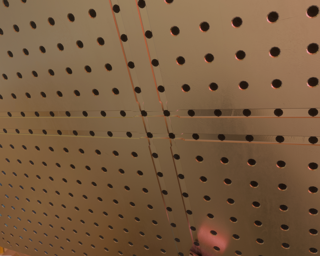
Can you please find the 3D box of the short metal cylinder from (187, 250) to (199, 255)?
[{"bbox_3d":[0.052,0.249,0.502,0.050,0.080,0.079,29,128,10],"label":"short metal cylinder"}]
